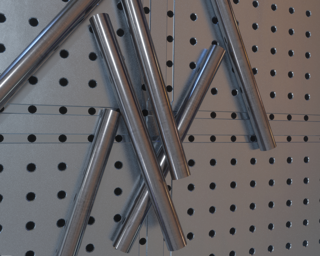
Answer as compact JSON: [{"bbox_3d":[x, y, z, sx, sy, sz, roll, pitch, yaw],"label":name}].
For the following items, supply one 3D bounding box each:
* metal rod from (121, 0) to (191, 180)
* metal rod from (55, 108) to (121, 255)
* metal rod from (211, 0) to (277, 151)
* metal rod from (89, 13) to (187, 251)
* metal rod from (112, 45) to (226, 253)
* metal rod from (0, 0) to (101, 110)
[{"bbox_3d":[-0.014,-0.082,0.391,0.025,0.025,0.299,-16,90,-19],"label":"metal rod"},{"bbox_3d":[-0.103,0.121,0.374,0.025,0.025,0.299,19,84,-19],"label":"metal rod"},{"bbox_3d":[0.114,-0.109,0.453,0.025,0.025,0.299,-23,98,-19],"label":"metal rod"},{"bbox_3d":[-0.027,0.005,0.383,0.025,0.025,0.299,-19,90,-19],"label":"metal rod"},{"bbox_3d":[0.016,0.021,0.418,0.025,0.025,0.299,30,80,-18],"label":"metal rod"},{"bbox_3d":[-0.155,-0.071,0.355,0.025,0.025,0.300,41,77,-16],"label":"metal rod"}]
